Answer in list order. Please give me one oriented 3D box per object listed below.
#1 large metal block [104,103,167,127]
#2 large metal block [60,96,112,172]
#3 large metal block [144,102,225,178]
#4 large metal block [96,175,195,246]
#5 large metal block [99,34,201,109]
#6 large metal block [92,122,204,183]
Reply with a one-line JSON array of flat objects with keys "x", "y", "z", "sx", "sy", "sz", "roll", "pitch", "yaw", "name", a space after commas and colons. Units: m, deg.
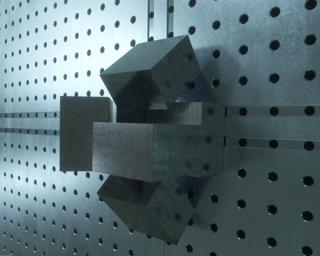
[{"x": -0.036, "y": 0.006, "z": 0.425, "sx": 0.080, "sy": 0.050, "sz": 0.080, "roll": 9, "pitch": 96, "yaw": 39, "name": "large metal block"}, {"x": -0.084, "y": 0.005, "z": 0.368, "sx": 0.050, "sy": 0.080, "sz": 0.080, "roll": 1, "pitch": 91, "yaw": -5, "name": "large metal block"}, {"x": 0.028, "y": 0.010, "z": 0.370, "sx": 0.080, "sy": 0.050, "sz": 0.080, "roll": 4, "pitch": 93, "yaw": 40, "name": "large metal block"}, {"x": -0.016, "y": 0.091, "z": 0.380, "sx": 0.080, "sy": 0.050, "sz": 0.080, "roll": 3, "pitch": 137, "yaw": 40, "name": "large metal block"}, {"x": -0.010, "y": -0.066, "z": 0.373, "sx": 0.080, "sy": 0.080, "sz": 0.050, "roll": 3, "pitch": 130, "yaw": 40, "name": "large metal block"}, {"x": -0.011, "y": 0.020, "z": 0.318, "sx": 0.080, "sy": 0.081, "sz": 0.050, "roll": 2, "pitch": 91, "yaw": 40, "name": "large metal block"}]
